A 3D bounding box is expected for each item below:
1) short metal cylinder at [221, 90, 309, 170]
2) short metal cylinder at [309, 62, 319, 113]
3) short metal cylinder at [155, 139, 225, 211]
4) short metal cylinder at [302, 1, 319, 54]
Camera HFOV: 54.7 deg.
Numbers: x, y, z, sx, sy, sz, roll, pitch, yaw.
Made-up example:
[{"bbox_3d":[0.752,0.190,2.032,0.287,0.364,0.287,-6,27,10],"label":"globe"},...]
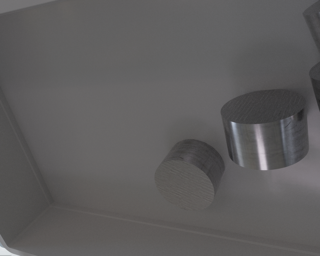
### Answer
[{"bbox_3d":[0.107,-0.001,0.316,0.080,0.080,0.050,-2,118,29],"label":"short metal cylinder"},{"bbox_3d":[0.175,-0.035,0.260,0.080,0.080,0.050,-13,112,33],"label":"short metal cylinder"},{"bbox_3d":[0.040,0.062,0.410,0.080,0.050,0.079,13,124,21],"label":"short metal cylinder"},{"bbox_3d":[0.160,-0.084,0.236,0.080,0.080,0.050,-20,107,36],"label":"short metal cylinder"}]
